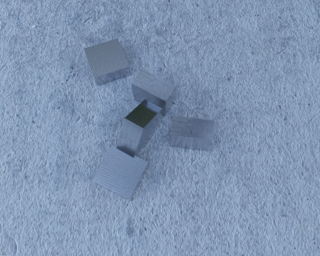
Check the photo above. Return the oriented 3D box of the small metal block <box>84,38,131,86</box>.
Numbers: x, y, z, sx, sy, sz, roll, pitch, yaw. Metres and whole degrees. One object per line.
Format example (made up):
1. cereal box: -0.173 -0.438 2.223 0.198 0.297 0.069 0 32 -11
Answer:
1. small metal block: -0.075 -0.094 0.442 0.050 0.025 0.050 -20 71 -7

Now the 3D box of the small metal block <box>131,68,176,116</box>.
1. small metal block: -0.008 -0.046 0.411 0.050 0.050 0.025 29 73 10

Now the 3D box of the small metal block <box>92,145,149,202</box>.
1. small metal block: -0.048 0.057 0.387 0.050 0.025 0.050 25 72 8

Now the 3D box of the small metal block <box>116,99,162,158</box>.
1. small metal block: -0.026 0.000 0.384 0.025 0.050 0.050 29 40 10

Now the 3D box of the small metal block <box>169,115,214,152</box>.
1. small metal block: 0.039 0.008 0.392 0.050 0.050 0.025 8 71 3
